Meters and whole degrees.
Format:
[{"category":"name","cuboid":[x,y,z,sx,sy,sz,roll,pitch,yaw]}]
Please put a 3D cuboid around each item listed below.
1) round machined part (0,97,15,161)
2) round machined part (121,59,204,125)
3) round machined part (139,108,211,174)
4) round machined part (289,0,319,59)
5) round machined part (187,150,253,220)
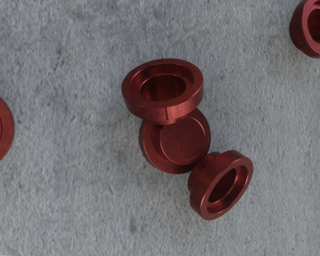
[{"category":"round machined part","cuboid":[-0.206,0.001,0.324,0.099,0.042,0.097,0,90,-21]},{"category":"round machined part","cuboid":[0.005,-0.041,0.383,0.099,0.098,0.042,-29,137,-18]},{"category":"round machined part","cuboid":[0.025,0.013,0.410,0.099,0.042,0.097,0,90,-21]},{"category":"round machined part","cuboid":[0.248,-0.159,0.494,0.099,0.042,0.097,0,90,-21]},{"category":"round machined part","cuboid":[0.076,0.071,0.413,0.099,0.042,0.097,-24,132,-30]}]
